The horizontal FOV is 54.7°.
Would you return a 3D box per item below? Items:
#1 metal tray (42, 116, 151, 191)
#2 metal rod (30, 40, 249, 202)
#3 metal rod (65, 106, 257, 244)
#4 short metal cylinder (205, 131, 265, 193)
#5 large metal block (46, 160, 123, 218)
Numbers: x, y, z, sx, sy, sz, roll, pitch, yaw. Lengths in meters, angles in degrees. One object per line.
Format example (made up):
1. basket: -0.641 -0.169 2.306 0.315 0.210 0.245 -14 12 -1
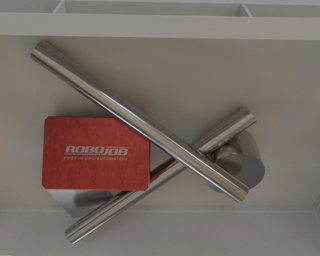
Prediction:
1. metal tray: -0.078 0.032 0.394 0.131 0.030 0.089 1 86 0
2. metal rod: -0.014 0.000 0.368 0.301 0.025 0.025 36 122 -12
3. metal rod: -0.005 0.068 0.417 0.300 0.025 0.025 -35 123 9
4. short metal cylinder: 0.099 0.047 0.431 0.081 0.050 0.079 0 130 0
5. large metal block: -0.107 0.082 0.455 0.080 0.050 0.080 -15 129 12
